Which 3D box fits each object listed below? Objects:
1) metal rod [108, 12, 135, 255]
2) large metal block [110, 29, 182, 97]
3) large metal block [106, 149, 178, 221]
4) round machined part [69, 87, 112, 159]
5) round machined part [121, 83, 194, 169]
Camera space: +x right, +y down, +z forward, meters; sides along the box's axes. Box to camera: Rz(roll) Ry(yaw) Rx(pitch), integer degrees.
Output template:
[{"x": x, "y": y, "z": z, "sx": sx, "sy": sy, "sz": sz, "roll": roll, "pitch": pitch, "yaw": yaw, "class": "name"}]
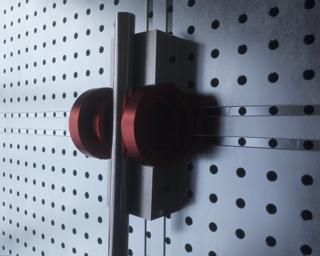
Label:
[{"x": -0.048, "y": 0.011, "z": 0.383, "sx": 0.025, "sy": 0.025, "sz": 0.298, "roll": 3, "pitch": 92, "yaw": 40, "class": "metal rod"}, {"x": -0.020, "y": -0.078, "z": 0.409, "sx": 0.080, "sy": 0.050, "sz": 0.079, "roll": 3, "pitch": 92, "yaw": 40, "class": "large metal block"}, {"x": -0.024, "y": 0.069, "z": 0.413, "sx": 0.080, "sy": 0.050, "sz": 0.079, "roll": 4, "pitch": 93, "yaw": 40, "class": "large metal block"}, {"x": -0.068, "y": -0.006, "z": 0.417, "sx": 0.042, "sy": 0.099, "sz": 0.097, "roll": 3, "pitch": 92, "yaw": 40, "class": "round machined part"}, {"x": -0.007, "y": -0.003, "z": 0.367, "sx": 0.042, "sy": 0.099, "sz": 0.097, "roll": 3, "pitch": 92, "yaw": 45, "class": "round machined part"}]
